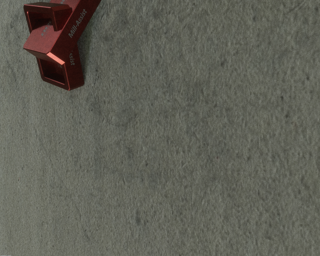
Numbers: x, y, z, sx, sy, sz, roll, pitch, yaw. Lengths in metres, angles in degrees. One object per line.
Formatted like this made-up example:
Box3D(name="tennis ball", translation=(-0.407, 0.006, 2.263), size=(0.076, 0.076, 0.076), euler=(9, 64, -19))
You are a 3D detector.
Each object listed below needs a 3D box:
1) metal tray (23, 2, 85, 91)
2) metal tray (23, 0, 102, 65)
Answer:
Box3D(name="metal tray", translation=(-0.173, -0.134, 0.507), size=(0.090, 0.030, 0.129), euler=(22, 128, 37))
Box3D(name="metal tray", translation=(-0.155, -0.169, 0.492), size=(0.090, 0.030, 0.130), euler=(21, 81, 41))
